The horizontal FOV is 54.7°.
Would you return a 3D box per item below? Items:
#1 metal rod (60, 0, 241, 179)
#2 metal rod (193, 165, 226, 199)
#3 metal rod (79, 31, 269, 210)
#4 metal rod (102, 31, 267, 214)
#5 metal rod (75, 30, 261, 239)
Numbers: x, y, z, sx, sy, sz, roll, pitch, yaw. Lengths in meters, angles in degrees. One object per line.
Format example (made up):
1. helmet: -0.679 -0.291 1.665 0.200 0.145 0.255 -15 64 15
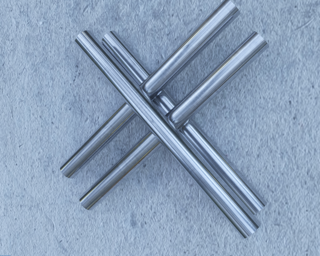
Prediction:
1. metal rod: -0.022 -0.040 0.390 0.299 0.025 0.025 -43 77 14
2. metal rod: 0.004 -0.001 0.408 0.025 0.025 0.300 -44 77 14
3. metal rod: 0.007 0.001 0.380 0.299 0.025 0.025 -43 77 14
4. metal rod: 0.023 -0.015 0.401 0.025 0.025 0.300 -44 77 14
5. metal rod: 0.000 -0.003 0.356 0.025 0.025 0.300 -44 77 14
